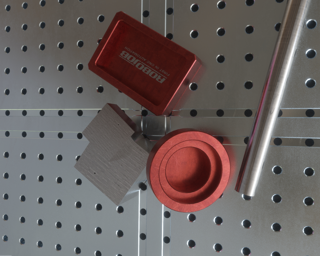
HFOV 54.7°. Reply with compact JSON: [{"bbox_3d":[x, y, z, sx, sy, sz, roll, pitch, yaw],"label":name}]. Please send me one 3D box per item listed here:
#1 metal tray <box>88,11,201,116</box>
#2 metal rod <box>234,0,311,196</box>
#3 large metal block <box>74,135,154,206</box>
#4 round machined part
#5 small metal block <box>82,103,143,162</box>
[{"bbox_3d":[-0.023,-0.086,0.417,0.130,0.030,0.090,35,101,16],"label":"metal tray"},{"bbox_3d":[0.139,-0.066,0.363,0.025,0.025,0.298,16,95,19],"label":"metal rod"},{"bbox_3d":[-0.053,0.043,0.417,0.080,0.050,0.080,38,102,15],"label":"large metal block"},{"bbox_3d":[0.031,0.048,0.376,0.099,0.042,0.097,-2,98,-14],"label":"round machined part"},{"bbox_3d":[-0.058,0.005,0.379,0.050,0.025,0.050,45,103,14],"label":"small metal block"}]
